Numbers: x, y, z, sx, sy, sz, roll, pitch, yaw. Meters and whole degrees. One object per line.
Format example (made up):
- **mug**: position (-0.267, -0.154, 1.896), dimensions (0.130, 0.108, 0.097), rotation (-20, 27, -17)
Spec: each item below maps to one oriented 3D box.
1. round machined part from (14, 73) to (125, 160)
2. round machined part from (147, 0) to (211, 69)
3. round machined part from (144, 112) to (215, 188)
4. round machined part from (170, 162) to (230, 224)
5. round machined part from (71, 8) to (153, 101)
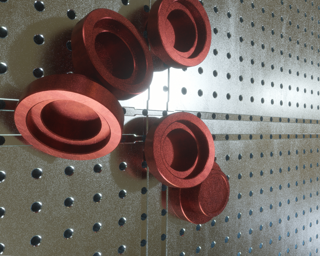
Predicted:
- **round machined part**: position (-0.084, -0.014, 0.302), dimensions (0.098, 0.098, 0.042), rotation (39, 36, -34)
- **round machined part**: position (0.021, -0.128, 0.418), dimensions (0.099, 0.042, 0.097), rotation (0, 90, -40)
- **round machined part**: position (0.022, 0.030, 0.411), dimensions (0.099, 0.042, 0.097), rotation (6, 79, -32)
- **round machined part**: position (0.065, 0.093, 0.456), dimensions (0.099, 0.042, 0.097), rotation (0, 90, -40)
- **round machined part**: position (-0.056, -0.075, 0.340), dimensions (0.098, 0.042, 0.098), rotation (26, 54, -42)
